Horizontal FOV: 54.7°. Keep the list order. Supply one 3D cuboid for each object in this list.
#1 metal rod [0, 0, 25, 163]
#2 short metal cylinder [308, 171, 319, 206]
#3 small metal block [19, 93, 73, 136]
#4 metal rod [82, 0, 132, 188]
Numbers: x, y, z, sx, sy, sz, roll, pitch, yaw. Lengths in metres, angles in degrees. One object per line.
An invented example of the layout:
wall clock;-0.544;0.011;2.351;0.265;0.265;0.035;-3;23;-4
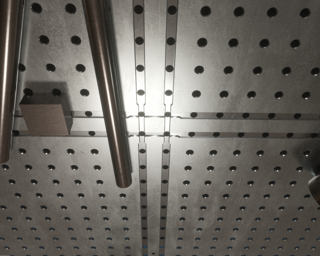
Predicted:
metal rod;-0.175;-0.065;0.353;0.025;0.025;0.298;16;128;-14
short metal cylinder;0.271;0.091;0.457;0.081;0.080;0.050;18;128;-15
small metal block;-0.143;-0.017;0.395;0.050;0.025;0.050;0;130;-1
metal rod;-0.060;-0.029;0.385;0.025;0.025;0.298;-2;130;1
